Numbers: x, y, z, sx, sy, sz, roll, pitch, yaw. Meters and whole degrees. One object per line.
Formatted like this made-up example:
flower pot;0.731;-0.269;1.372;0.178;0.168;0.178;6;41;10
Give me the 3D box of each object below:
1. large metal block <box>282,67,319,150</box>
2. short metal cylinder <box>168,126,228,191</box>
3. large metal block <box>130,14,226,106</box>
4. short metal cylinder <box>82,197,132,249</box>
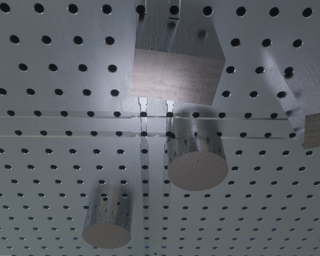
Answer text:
large metal block;0.193;-0.028;0.353;0.080;0.080;0.050;-11;129;9
short metal cylinder;0.051;0.043;0.432;0.081;0.050;0.079;0;130;0
large metal block;0.015;-0.071;0.315;0.081;0.080;0.050;6;130;-6
short metal cylinder;-0.089;0.165;0.535;0.081;0.050;0.079;0;130;0
